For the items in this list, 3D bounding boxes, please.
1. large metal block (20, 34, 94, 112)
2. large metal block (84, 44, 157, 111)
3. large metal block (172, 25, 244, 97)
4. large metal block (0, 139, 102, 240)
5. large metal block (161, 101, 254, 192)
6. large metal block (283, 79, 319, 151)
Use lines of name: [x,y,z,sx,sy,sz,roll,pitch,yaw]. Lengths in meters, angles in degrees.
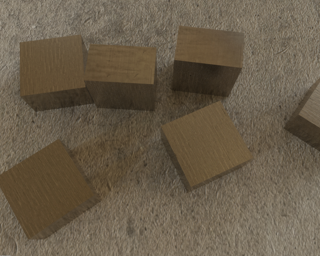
large metal block: [-0.139,-0.074,0.421,0.081,0.050,0.080,-9,70,-3]
large metal block: [-0.046,-0.062,0.401,0.080,0.080,0.050,3,70,1]
large metal block: [0.060,-0.085,0.410,0.080,0.080,0.050,7,70,2]
large metal block: [-0.128,0.073,0.367,0.080,0.050,0.080,-34,74,-12]
large metal block: [0.054,0.024,0.386,0.080,0.050,0.080,-23,72,-8]
large metal block: [0.224,-0.015,0.402,0.080,0.050,0.080,36,74,12]
